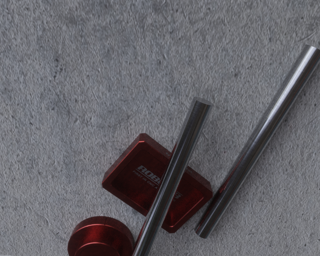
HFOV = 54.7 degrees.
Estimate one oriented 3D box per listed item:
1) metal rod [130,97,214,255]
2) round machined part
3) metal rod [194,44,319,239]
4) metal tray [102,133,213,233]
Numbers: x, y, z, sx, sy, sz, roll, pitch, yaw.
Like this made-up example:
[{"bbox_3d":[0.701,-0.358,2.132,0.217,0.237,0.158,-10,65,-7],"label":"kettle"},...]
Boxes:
[{"bbox_3d":[0.002,0.100,0.414,0.025,0.025,0.298,18,109,-7],"label":"metal rod"},{"bbox_3d":[-0.091,0.186,0.469,0.099,0.042,0.097,0,110,0],"label":"round machined part"},{"bbox_3d":[0.126,0.031,0.422,0.025,0.025,0.298,23,108,-9],"label":"metal rod"},{"bbox_3d":[-0.003,0.080,0.436,0.130,0.030,0.090,38,105,-13],"label":"metal tray"}]
